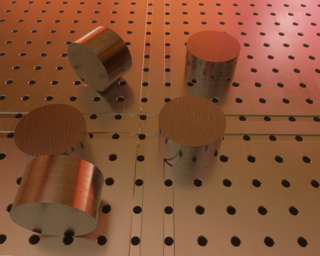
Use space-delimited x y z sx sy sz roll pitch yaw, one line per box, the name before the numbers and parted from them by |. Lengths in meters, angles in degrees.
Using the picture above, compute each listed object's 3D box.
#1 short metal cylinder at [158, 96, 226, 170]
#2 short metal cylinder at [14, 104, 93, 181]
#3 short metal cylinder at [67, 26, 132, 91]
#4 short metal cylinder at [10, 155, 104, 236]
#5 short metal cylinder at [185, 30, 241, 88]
short metal cylinder | 0.038 0.006 0.387 0.081 0.050 0.080 0 50 0
short metal cylinder | -0.126 0.017 0.376 0.081 0.050 0.080 0 50 0
short metal cylinder | -0.088 -0.101 0.456 0.080 0.080 0.050 29 56 22
short metal cylinder | -0.100 0.070 0.312 0.081 0.080 0.050 1 50 0
short metal cylinder | 0.080 -0.108 0.483 0.081 0.050 0.080 0 50 0
